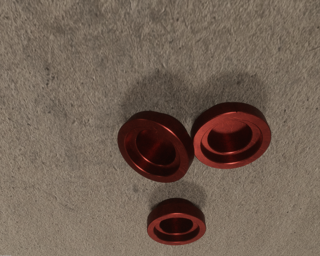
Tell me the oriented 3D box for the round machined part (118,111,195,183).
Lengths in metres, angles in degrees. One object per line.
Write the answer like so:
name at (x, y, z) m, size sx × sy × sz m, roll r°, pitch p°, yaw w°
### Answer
round machined part at (-0.002, 0.020, 0.397) m, size 0.098 × 0.042 × 0.097 m, roll 15°, pitch 129°, yaw 20°

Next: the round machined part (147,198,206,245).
round machined part at (0.027, 0.157, 0.530) m, size 0.099 × 0.042 × 0.097 m, roll -1°, pitch 130°, yaw 0°

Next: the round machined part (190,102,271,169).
round machined part at (0.089, 0.005, 0.402) m, size 0.099 × 0.042 × 0.097 m, roll -1°, pitch 130°, yaw -1°
